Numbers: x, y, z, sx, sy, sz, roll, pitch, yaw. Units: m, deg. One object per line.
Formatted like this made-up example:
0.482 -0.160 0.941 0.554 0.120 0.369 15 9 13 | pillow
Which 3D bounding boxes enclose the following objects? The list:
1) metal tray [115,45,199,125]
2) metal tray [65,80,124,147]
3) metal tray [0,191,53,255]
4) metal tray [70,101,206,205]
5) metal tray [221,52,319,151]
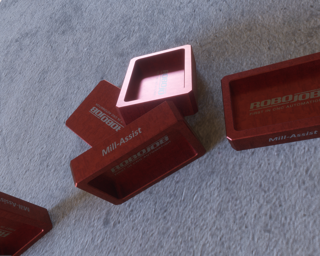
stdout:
0.000 -0.058 0.399 0.090 0.030 0.130 -11 36 13 | metal tray
-0.065 -0.007 0.438 0.130 0.030 0.090 32 79 37 | metal tray
-0.208 0.120 0.369 0.090 0.130 0.030 -40 51 1 | metal tray
-0.021 0.033 0.350 0.130 0.090 0.030 -32 54 7 | metal tray
0.139 -0.030 0.345 0.130 0.030 0.090 -12 57 21 | metal tray
